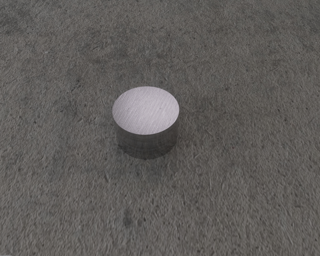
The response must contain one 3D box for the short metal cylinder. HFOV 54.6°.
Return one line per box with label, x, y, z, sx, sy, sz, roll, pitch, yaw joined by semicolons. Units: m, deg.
short metal cylinder;-0.017;-0.007;0.393;0.080;0.050;0.080;0;50;0
